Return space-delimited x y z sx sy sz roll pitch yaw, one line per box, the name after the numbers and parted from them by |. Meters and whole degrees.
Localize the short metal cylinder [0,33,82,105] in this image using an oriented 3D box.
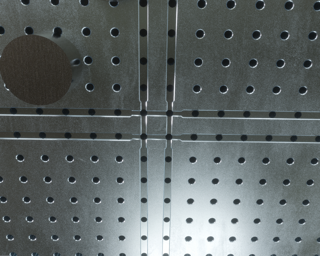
-0.139 -0.072 0.372 0.081 0.050 0.079 0 110 0 | short metal cylinder

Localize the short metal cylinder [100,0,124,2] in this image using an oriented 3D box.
-0.056 -0.179 0.333 0.081 0.050 0.079 0 110 0 | short metal cylinder
